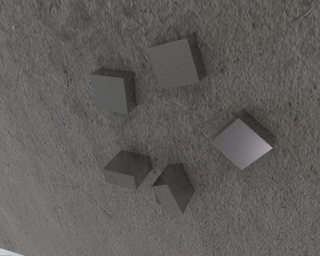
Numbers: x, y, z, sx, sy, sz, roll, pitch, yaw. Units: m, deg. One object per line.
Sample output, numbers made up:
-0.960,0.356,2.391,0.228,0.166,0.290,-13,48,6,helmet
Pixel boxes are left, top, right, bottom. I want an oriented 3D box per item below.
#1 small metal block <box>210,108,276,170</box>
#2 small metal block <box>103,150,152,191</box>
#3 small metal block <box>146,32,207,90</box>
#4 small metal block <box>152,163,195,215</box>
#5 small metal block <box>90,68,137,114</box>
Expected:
0.097,0.014,0.364,0.050,0.025,0.050,41,129,-1,small metal block
-0.046,0.060,0.452,0.050,0.050,0.025,10,123,23,small metal block
0.019,-0.075,0.350,0.050,0.025,0.050,-6,116,31,small metal block
0.020,0.085,0.433,0.025,0.050,0.050,-14,111,34,small metal block
-0.061,-0.049,0.408,0.050,0.025,0.050,10,123,22,small metal block
